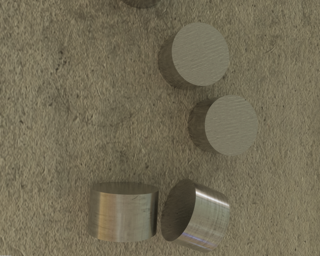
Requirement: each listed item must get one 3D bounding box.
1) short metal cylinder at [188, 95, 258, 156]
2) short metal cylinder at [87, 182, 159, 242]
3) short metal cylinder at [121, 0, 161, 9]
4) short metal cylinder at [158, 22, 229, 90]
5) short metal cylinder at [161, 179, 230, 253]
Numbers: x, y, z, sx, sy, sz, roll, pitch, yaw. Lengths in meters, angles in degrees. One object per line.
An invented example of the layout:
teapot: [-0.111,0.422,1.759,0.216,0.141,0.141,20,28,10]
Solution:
short metal cylinder: [0.086,-0.004,0.427,0.081,0.050,0.080,0,90,-20]
short metal cylinder: [-0.043,0.095,0.364,0.081,0.080,0.050,3,89,-20]
short metal cylinder: [-0.020,-0.198,0.388,0.081,0.050,0.080,0,90,-20]
short metal cylinder: [0.044,-0.093,0.411,0.081,0.050,0.080,0,90,-20]
short metal cylinder: [0.043,0.111,0.396,0.050,0.080,0.080,26,82,-18]
